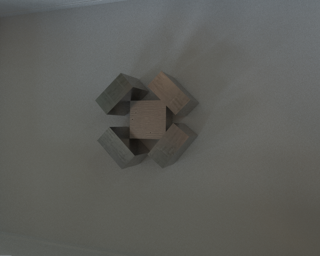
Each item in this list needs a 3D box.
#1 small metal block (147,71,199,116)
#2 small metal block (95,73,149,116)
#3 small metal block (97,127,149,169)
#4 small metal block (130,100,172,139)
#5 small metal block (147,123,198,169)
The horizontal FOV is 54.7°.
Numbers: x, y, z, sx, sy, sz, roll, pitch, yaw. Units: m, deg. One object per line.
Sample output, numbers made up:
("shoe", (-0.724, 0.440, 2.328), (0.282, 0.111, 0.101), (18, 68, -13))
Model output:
("small metal block", (0.018, -0.042, 0.388), (0.025, 0.050, 0.050), (-46, 77, 13))
("small metal block", (-0.049, -0.043, 0.412), (0.050, 0.050, 0.025), (-44, 76, 15))
("small metal block", (-0.047, 0.025, 0.412), (0.050, 0.050, 0.025), (47, 105, 14))
("small metal block", (-0.012, -0.011, 0.412), (0.050, 0.025, 0.050), (1, 90, 20))
("small metal block", (0.017, 0.021, 0.388), (0.025, 0.050, 0.050), (42, 102, 14))
